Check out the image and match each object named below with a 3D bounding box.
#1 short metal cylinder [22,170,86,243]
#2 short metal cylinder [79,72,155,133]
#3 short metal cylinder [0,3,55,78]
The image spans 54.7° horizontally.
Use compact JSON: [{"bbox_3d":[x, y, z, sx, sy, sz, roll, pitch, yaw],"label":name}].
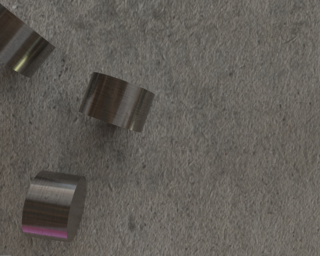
[{"bbox_3d":[-0.126,0.095,0.381,0.050,0.080,0.080,9,90,0],"label":"short metal cylinder"},{"bbox_3d":[-0.052,-0.031,0.382,0.080,0.080,0.050,19,90,-1],"label":"short metal cylinder"},{"bbox_3d":[-0.178,-0.107,0.380,0.080,0.080,0.050,39,90,-1],"label":"short metal cylinder"}]
